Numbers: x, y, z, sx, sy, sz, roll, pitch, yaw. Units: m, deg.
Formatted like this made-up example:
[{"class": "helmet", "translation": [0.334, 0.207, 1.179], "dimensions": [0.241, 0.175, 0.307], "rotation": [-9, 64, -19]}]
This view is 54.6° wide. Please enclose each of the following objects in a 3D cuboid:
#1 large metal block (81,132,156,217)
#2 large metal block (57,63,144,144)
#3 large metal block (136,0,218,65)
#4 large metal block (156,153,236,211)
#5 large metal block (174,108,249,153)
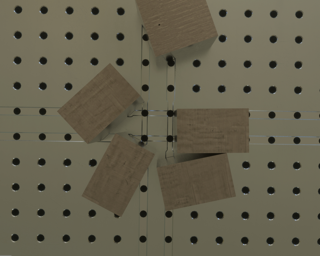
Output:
[{"class": "large metal block", "translation": [-0.046, 0.052, 0.386], "dimensions": [0.050, 0.080, 0.080], "rotation": [28, 90, 0]}, {"class": "large metal block", "translation": [-0.068, -0.028, 0.385], "dimensions": [0.080, 0.080, 0.050], "rotation": [-43, 90, 0]}, {"class": "large metal block", "translation": [0.020, -0.137, 0.401], "dimensions": [0.080, 0.050, 0.080], "rotation": [-19, 90, 0]}, {"class": "large metal block", "translation": [0.041, 0.060, 0.386], "dimensions": [0.080, 0.080, 0.050], "rotation": [-12, 90, 0]}, {"class": "large metal block", "translation": [0.059, 0.003, 0.386], "dimensions": [0.080, 0.080, 0.050], "rotation": [0, 90, 0]}]
